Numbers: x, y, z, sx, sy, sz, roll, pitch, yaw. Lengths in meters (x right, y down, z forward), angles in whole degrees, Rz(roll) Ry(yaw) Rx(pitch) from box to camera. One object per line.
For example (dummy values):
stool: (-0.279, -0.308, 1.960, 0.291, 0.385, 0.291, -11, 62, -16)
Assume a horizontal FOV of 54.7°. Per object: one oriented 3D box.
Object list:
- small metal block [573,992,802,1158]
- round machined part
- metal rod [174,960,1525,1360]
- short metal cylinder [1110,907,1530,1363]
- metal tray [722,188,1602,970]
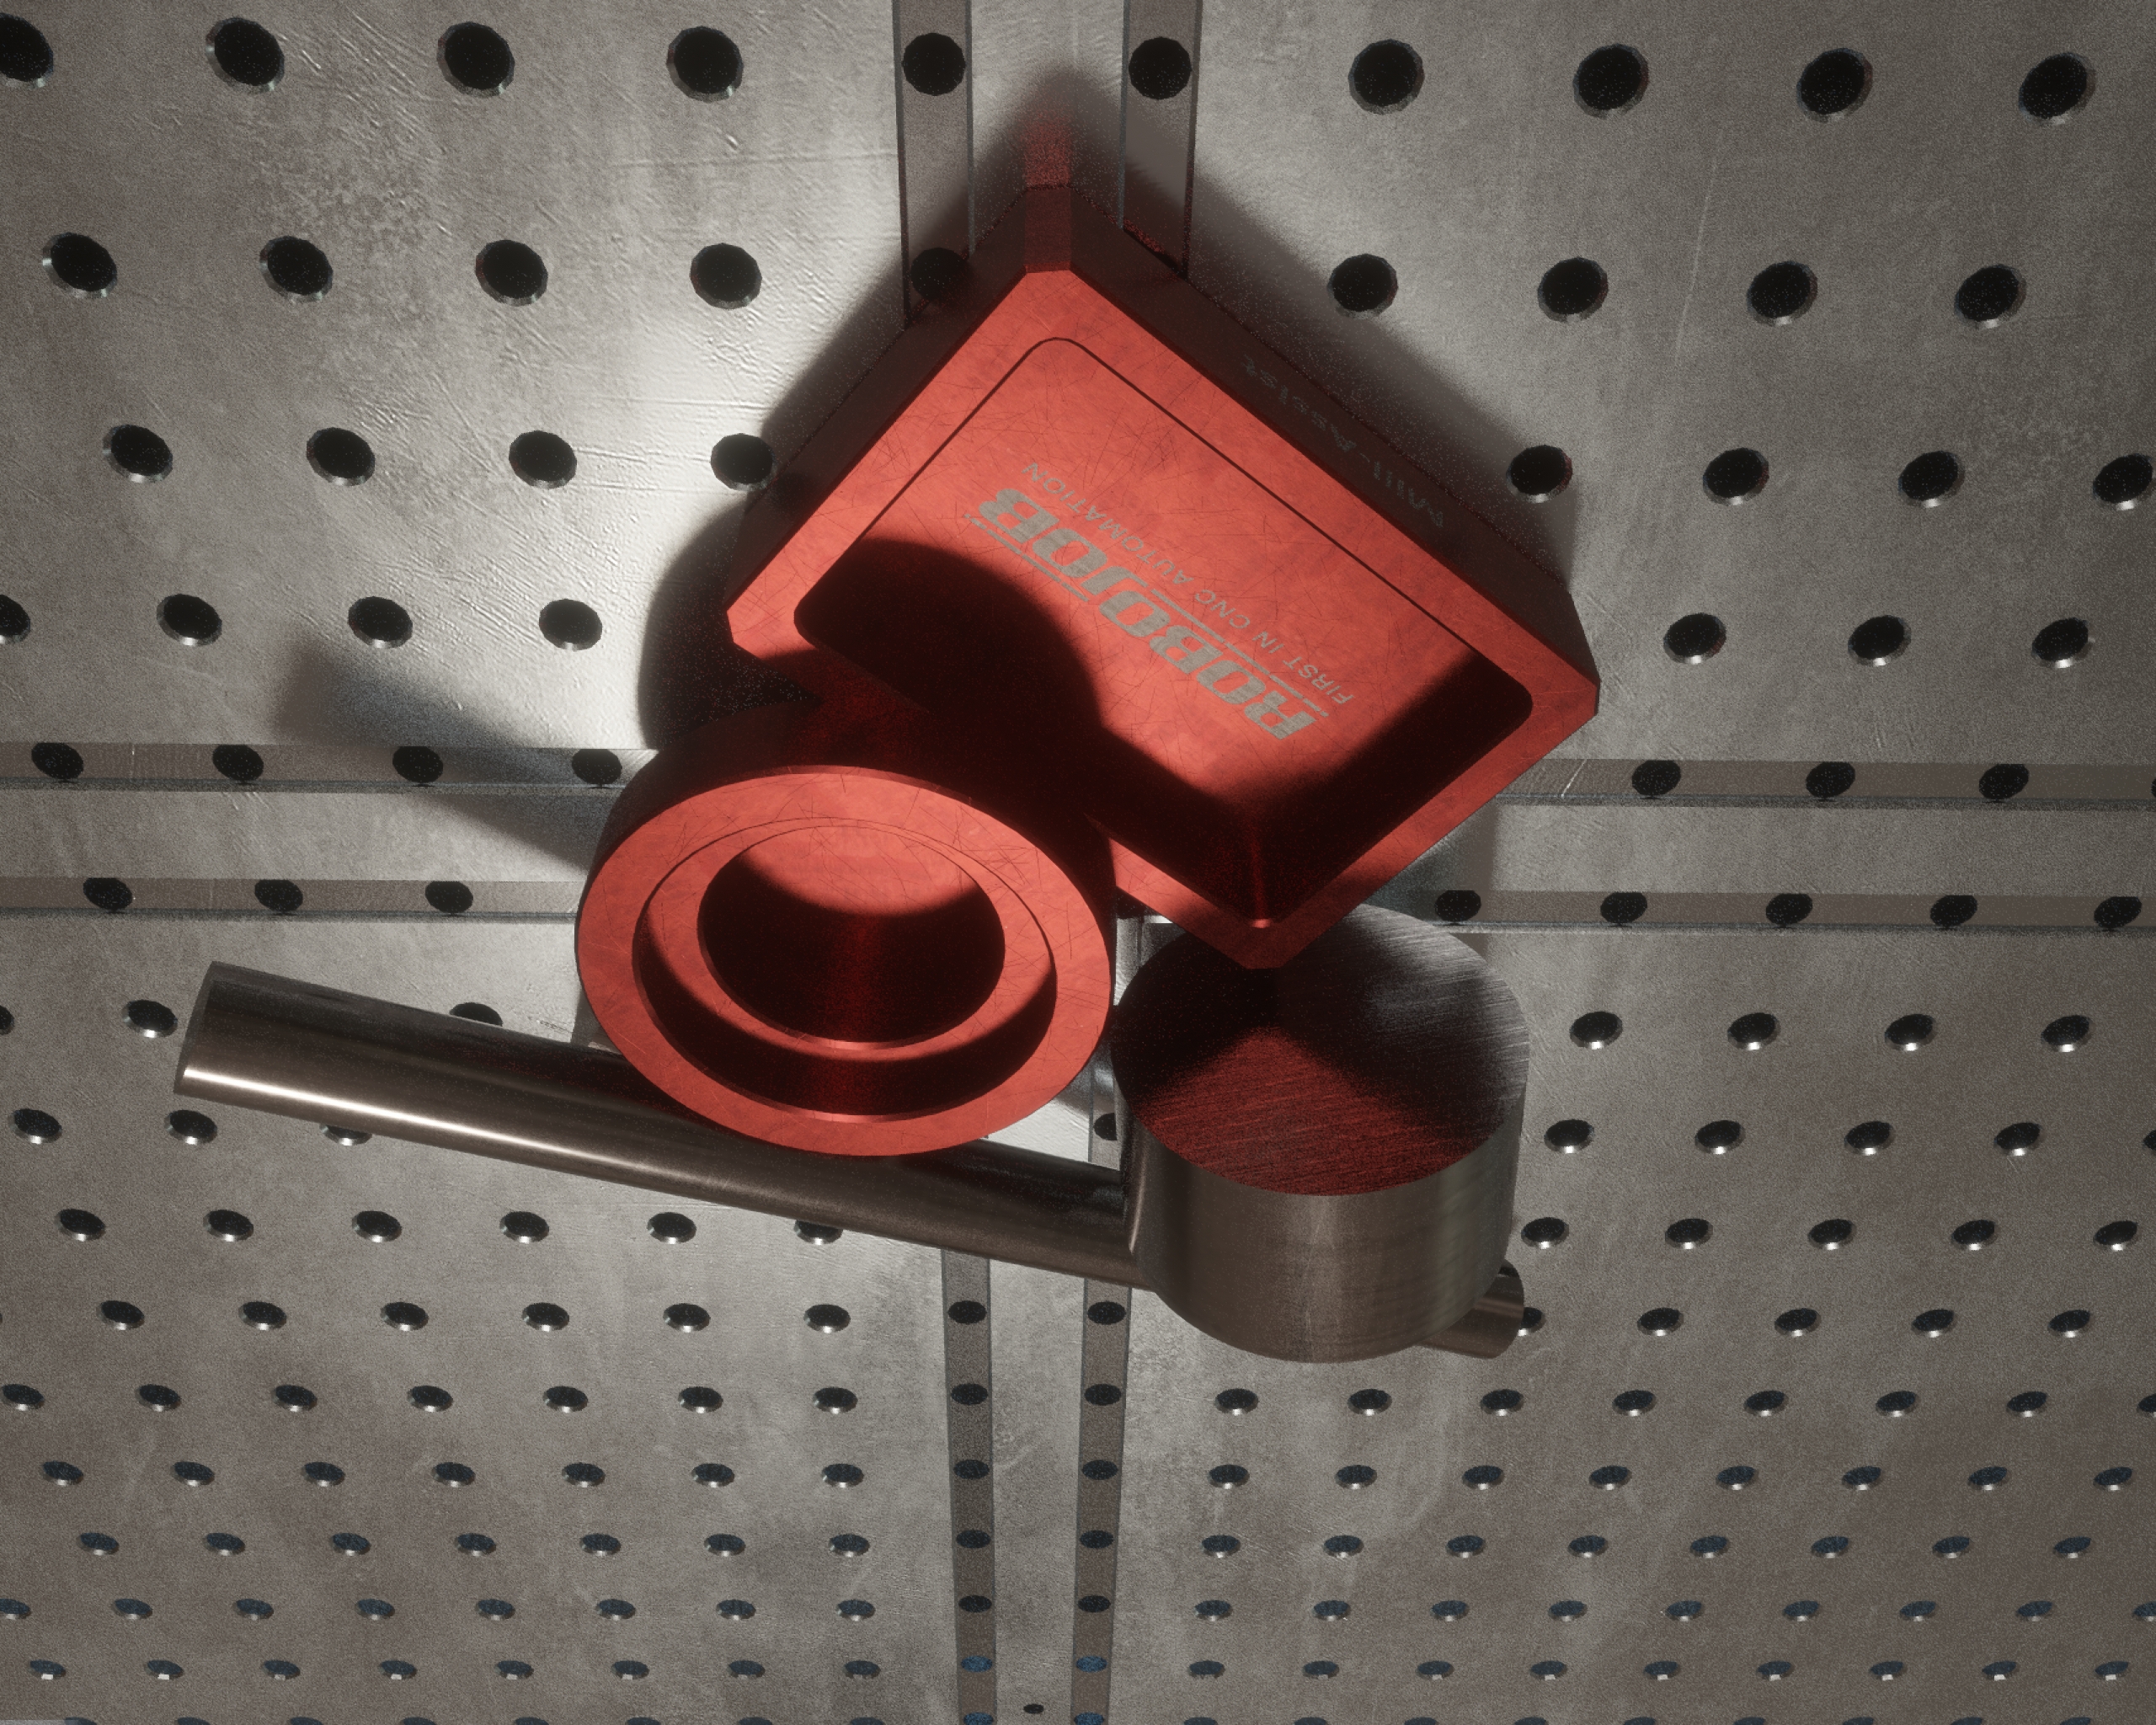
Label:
small metal block: (-0.076, 0.036, 0.441, 0.050, 0.025, 0.050, 22, 127, -18)
round machined part: (-0.042, 0.008, 0.396, 0.099, 0.042, 0.097, 1, 130, 1)
metal rod: (-0.030, 0.069, 0.444, 0.302, 0.025, 0.025, 17, 129, -25)
short metal cylinder: (0.048, 0.053, 0.419, 0.080, 0.080, 0.050, -3, 130, 2)
metal tray: (0.016, -0.044, 0.370, 0.130, 0.030, 0.090, 33, 122, -25)
